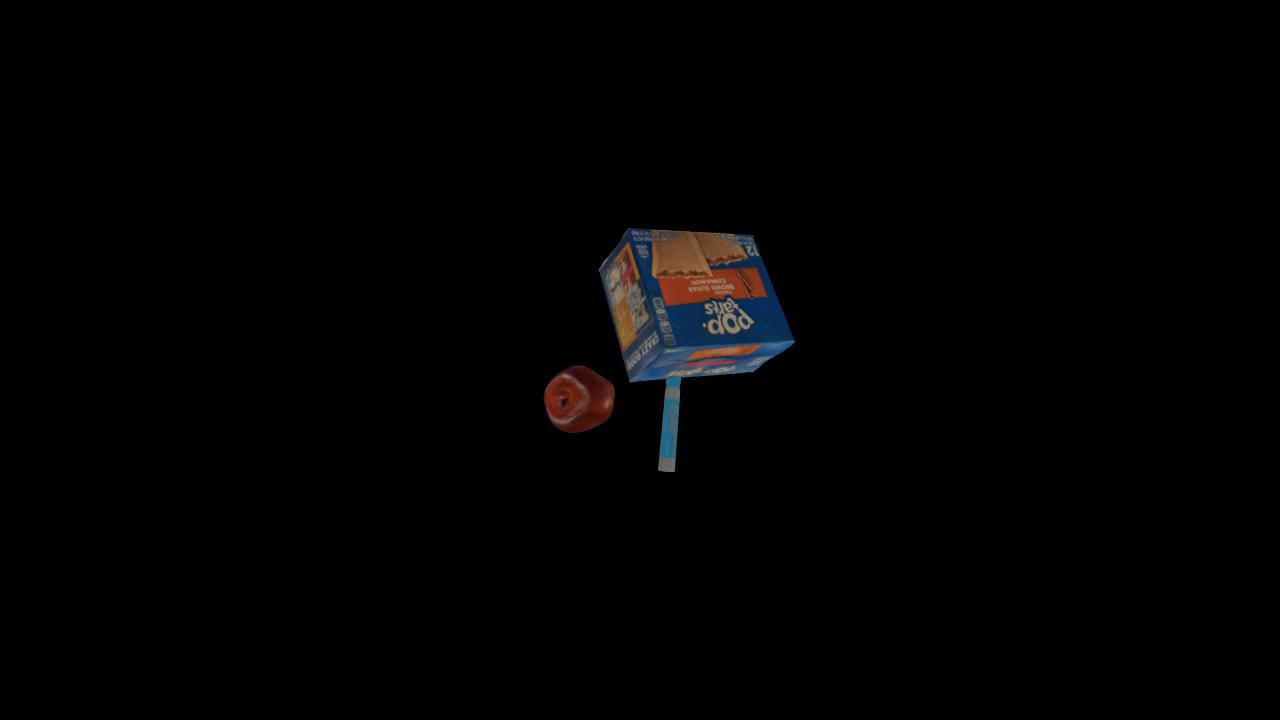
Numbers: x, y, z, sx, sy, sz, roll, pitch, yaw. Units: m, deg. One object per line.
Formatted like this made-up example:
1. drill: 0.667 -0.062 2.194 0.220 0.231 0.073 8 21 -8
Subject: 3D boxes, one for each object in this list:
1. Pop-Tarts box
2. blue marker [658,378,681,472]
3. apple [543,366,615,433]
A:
1. Pop-Tarts box: 0.060 -0.060 0.668 0.167 0.141 0.083 -4 -24 -29
2. blue marker: 0.034 0.063 0.683 0.020 0.121 0.020 5 -5 0
3. apple: -0.069 0.047 0.716 0.079 0.079 0.093 0 -1 24
